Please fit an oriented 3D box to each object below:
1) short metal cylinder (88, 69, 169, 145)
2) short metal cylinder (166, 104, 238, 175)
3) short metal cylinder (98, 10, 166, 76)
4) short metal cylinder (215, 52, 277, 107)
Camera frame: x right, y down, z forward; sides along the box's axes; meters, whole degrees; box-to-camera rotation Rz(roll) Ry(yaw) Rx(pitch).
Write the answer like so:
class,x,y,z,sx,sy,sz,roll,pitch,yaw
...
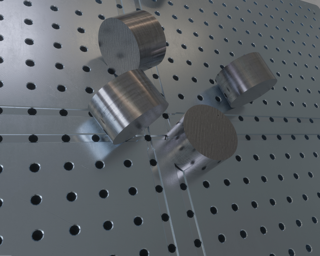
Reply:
class,x,y,z,sx,sy,sz,roll,pitch,yaw
short metal cylinder,-0.037,-0.024,0.367,0.081,0.080,0.050,-30,79,-38
short metal cylinder,0.055,0.016,0.412,0.081,0.050,0.080,14,56,-21
short metal cylinder,-0.038,-0.114,0.422,0.050,0.080,0.080,-33,80,-38
short metal cylinder,0.136,-0.075,0.491,0.081,0.080,0.050,-15,70,-34
